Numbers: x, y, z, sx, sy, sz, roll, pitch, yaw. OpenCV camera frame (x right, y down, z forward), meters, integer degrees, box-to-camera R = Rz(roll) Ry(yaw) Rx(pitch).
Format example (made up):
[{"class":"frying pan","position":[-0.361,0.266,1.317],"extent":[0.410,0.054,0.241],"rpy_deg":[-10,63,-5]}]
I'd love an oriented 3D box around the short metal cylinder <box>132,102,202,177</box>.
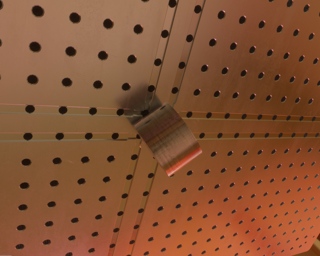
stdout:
[{"class":"short metal cylinder","position":[0.008,0.015,0.390],"extent":[0.050,0.080,0.080],"rpy_deg":[-35,129,-6]}]
